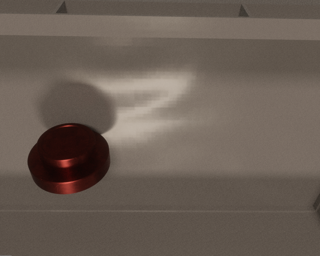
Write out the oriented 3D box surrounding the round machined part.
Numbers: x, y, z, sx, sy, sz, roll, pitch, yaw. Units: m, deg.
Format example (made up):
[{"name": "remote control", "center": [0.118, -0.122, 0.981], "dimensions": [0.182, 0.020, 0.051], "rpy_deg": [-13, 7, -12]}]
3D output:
[{"name": "round machined part", "center": [-0.113, 0.030, 0.386], "dimensions": [0.099, 0.098, 0.042], "rpy_deg": [1, 130, -1]}]
